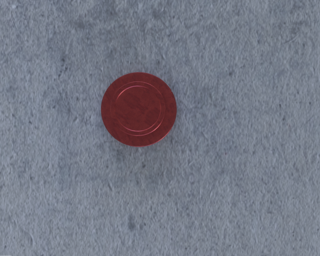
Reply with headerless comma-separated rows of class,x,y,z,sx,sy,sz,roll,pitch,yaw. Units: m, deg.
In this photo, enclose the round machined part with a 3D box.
round machined part,-0.027,-0.024,0.401,0.099,0.042,0.097,0,90,-1
